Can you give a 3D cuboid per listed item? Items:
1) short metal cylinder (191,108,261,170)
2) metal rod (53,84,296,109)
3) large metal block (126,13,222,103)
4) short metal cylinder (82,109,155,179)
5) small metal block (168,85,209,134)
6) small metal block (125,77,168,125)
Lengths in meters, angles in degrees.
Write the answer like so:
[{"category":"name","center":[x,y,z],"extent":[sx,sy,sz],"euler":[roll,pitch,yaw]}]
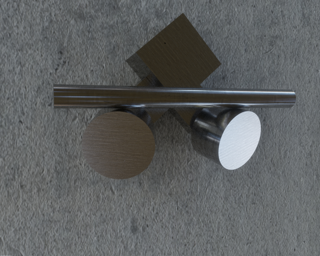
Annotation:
[{"category":"short metal cylinder","center":[0.089,0.009,0.415],"extent":[0.081,0.050,0.079],"euler":[-16,117,-33]},{"category":"metal rod","center":[0.033,-0.036,0.368],"extent":[0.303,0.025,0.025],"euler":[-2,91,-20]},{"category":"large metal block","center":[0.017,-0.085,0.401],"extent":[0.080,0.050,0.080],"euler":[-44,104,-15]},{"category":"short metal cylinder","center":[-0.046,0.013,0.365],"extent":[0.081,0.050,0.079],"euler":[0,107,-1]},{"category":"small metal block","center":[0.045,-0.027,0.427],"extent":[0.050,0.025,0.050],"euler":[-45,104,-14]},{"category":"small metal block","center":[-0.023,-0.029,0.402],"extent":[0.050,0.025,0.050],"euler":[-45,104,-15]}]
